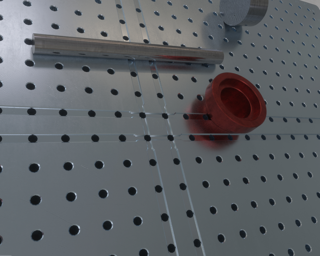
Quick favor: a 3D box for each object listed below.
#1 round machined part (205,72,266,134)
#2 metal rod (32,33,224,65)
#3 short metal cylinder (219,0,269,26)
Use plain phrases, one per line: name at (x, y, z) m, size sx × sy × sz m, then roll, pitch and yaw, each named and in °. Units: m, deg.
round machined part at (0.111, -0.034, 0.478) m, size 0.099 × 0.042 × 0.098 m, roll 14°, pitch 56°, yaw -21°
metal rod at (-0.028, -0.114, 0.463) m, size 0.303 × 0.025 × 0.025 m, roll -4°, pitch 64°, yaw -30°
short metal cylinder at (0.164, -0.242, 0.609) m, size 0.050 × 0.080 × 0.080 m, roll -10°, pitch 67°, yaw -32°
